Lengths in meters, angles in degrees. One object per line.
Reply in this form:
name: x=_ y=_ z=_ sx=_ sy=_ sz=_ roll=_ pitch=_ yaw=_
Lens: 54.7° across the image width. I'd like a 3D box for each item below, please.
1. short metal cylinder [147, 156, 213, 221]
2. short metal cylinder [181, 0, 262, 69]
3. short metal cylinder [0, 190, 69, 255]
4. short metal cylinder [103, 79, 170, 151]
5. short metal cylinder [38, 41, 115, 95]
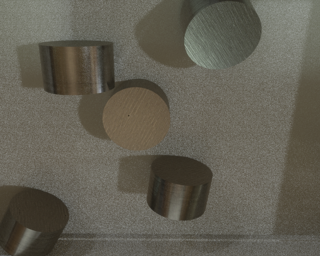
short metal cylinder: x=0.025 y=0.077 z=0.410 sx=0.081 sy=0.080 sz=0.050 roll=7 pitch=110 yaw=-3
short metal cylinder: x=0.064 y=-0.112 z=0.341 sx=0.081 sy=0.050 sz=0.080 roll=-2 pitch=137 yaw=-2
short metal cylinder: x=-0.175 y=0.132 z=0.429 sx=0.080 sy=0.080 sz=0.050 roll=27 pitch=108 yaw=-10
short metal cylinder: x=-0.028 y=-0.018 z=0.391 sx=0.081 sy=0.050 sz=0.079 roll=0 pitch=110 yaw=0
short metal cylinder: x=-0.093 y=-0.072 z=0.355 sx=0.081 sy=0.080 sz=0.050 roll=1 pitch=110 yaw=0
